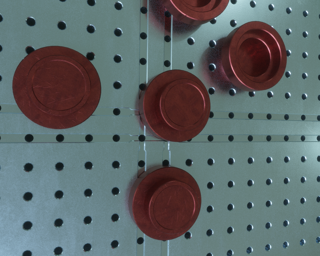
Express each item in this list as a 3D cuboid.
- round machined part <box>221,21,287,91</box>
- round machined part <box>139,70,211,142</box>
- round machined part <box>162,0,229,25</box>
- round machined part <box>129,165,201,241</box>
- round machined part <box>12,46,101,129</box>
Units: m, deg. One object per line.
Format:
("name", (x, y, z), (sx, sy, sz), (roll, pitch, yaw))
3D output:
("round machined part", (0.132, -0.102, 0.454), (0.099, 0.042, 0.097), (0, 90, -21))
("round machined part", (0.025, -0.030, 0.414), (0.099, 0.042, 0.097), (0, 90, -21))
("round machined part", (0.043, -0.188, 0.420), (0.099, 0.042, 0.097), (0, 90, -21))
("round machined part", (0.011, 0.100, 0.409), (0.099, 0.042, 0.097), (0, 90, -21))
("round machined part", (-0.118, -0.047, 0.360), (0.099, 0.042, 0.097), (0, 90, -21))
